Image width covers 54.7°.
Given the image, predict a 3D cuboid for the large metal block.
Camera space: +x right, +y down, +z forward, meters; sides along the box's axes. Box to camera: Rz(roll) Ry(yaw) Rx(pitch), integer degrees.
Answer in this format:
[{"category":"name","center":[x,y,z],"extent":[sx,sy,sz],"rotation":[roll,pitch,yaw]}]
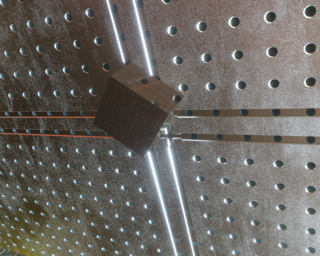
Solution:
[{"category":"large metal block","center":[-0.029,-0.023,0.395],"extent":[0.080,0.050,0.079],"rotation":[34,129,5]}]
